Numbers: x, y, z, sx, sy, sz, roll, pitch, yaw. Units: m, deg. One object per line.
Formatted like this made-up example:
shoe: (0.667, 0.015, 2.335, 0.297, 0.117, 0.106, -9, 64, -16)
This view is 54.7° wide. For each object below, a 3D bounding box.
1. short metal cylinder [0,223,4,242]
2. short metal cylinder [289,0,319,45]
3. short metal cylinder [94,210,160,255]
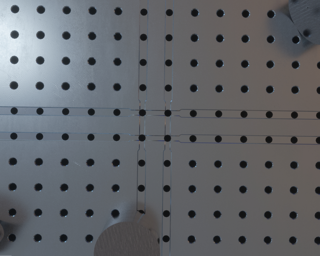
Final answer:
short metal cylinder: (-0.246, 0.139, 0.383, 0.080, 0.080, 0.050, 33, 90, -1)
short metal cylinder: (0.210, -0.153, 0.389, 0.050, 0.080, 0.080, -32, 90, 0)
short metal cylinder: (-0.040, 0.153, 0.400, 0.081, 0.050, 0.079, 0, 90, -1)
